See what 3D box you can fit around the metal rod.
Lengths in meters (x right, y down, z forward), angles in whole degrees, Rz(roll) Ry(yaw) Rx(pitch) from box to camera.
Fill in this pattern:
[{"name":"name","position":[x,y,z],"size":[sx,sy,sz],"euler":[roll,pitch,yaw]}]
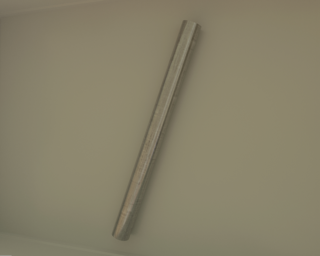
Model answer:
[{"name":"metal rod","position":[-0.007,0.008,0.411],"size":[0.025,0.025,0.298],"euler":[21,97,19]}]
